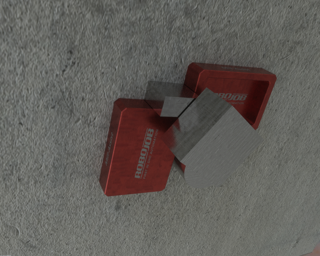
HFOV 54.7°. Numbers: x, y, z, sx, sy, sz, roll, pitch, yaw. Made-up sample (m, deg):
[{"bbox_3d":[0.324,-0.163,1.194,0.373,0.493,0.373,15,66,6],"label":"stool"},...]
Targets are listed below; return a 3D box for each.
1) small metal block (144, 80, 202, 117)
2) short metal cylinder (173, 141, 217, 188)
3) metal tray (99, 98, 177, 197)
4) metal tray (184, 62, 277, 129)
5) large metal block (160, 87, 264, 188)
[{"bbox_3d":[0.015,-0.036,0.378,0.050,0.050,0.025,1,118,-29],"label":"small metal block"},{"bbox_3d":[0.059,0.040,0.449,0.081,0.050,0.079,-13,124,-20],"label":"short metal cylinder"},{"bbox_3d":[-0.024,0.027,0.410,0.091,0.030,0.129,1,118,-29],"label":"metal tray"},{"bbox_3d":[0.092,-0.040,0.431,0.131,0.030,0.089,-2,119,-28],"label":"metal tray"},{"bbox_3d":[0.063,0.013,0.368,0.080,0.050,0.080,-48,129,6],"label":"large metal block"}]
